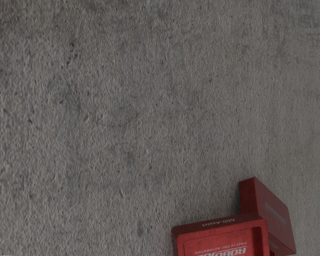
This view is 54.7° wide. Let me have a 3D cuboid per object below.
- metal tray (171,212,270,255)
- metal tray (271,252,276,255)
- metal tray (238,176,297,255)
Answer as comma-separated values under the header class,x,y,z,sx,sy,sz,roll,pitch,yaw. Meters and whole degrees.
class,x,y,z,sx,sy,sz,roll,pitch,yaw
metal tray,0.086,0.176,0.434,0.131,0.030,0.089,-7,96,-10
metal tray,0.151,0.227,0.528,0.131,0.030,0.090,28,73,-37
metal tray,0.184,0.153,0.529,0.130,0.030,0.090,40,39,-31
